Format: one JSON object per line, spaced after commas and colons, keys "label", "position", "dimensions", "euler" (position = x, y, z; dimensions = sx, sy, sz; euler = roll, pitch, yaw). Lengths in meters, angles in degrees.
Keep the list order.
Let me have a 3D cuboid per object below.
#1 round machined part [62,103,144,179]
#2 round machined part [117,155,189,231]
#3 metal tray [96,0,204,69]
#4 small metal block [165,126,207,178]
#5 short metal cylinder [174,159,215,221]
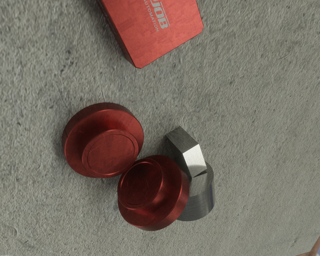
{"label": "round machined part", "position": [-0.065, 0.022, 0.375], "dimensions": [0.099, 0.042, 0.097], "euler": [-14, 124, -21]}
{"label": "round machined part", "position": [-0.016, 0.078, 0.399], "dimensions": [0.098, 0.098, 0.042], "euler": [-43, 135, 1]}
{"label": "metal tray", "position": [-0.016, -0.137, 0.311], "dimensions": [0.090, 0.030, 0.130], "euler": [-33, 129, -7]}
{"label": "small metal block", "position": [0.036, 0.033, 0.433], "dimensions": [0.025, 0.050, 0.050], "euler": [-31, 129, -10]}
{"label": "short metal cylinder", "position": [0.038, 0.086, 0.447], "dimensions": [0.081, 0.080, 0.050], "euler": [-22, 127, -16]}
